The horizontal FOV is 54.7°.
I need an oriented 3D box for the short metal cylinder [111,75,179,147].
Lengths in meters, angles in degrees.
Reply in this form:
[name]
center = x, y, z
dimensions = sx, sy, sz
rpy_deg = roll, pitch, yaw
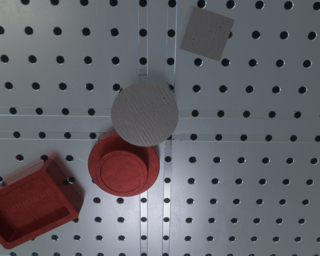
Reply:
[short metal cylinder]
center = -0.018, -0.023, 0.391
dimensions = 0.081, 0.050, 0.079
rpy_deg = 0, 110, 0

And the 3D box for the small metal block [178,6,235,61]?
[small metal block]
center = 0.055, -0.113, 0.372
dimensions = 0.050, 0.025, 0.050
rpy_deg = 16, 109, -6

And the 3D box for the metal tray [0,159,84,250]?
[metal tray]
center = -0.192, 0.113, 0.450
dimensions = 0.130, 0.030, 0.090
rpy_deg = -27, 108, 9

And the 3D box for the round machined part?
[round machined part]
center = -0.049, 0.053, 0.423
dimensions = 0.099, 0.042, 0.097
rpy_deg = 0, 110, 0
